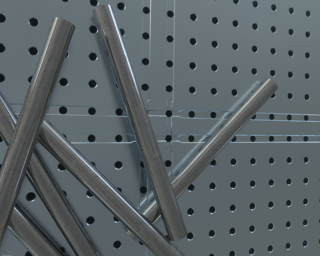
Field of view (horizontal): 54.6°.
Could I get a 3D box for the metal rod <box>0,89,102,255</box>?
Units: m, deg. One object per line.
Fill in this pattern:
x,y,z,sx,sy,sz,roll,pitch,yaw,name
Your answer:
-0.139,0.057,0.361,0.025,0.025,0.299,-31,100,-17,metal rod

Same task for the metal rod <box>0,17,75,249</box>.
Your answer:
-0.149,0.026,0.329,0.025,0.025,0.299,19,84,-19,metal rod

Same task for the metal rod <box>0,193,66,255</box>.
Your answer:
-0.149,0.124,0.357,0.025,0.025,0.300,-40,103,-16,metal rod

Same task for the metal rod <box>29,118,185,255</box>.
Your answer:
-0.043,0.100,0.374,0.300,0.025,0.025,46,76,-6,metal rod

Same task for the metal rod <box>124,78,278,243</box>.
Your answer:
0.066,0.036,0.436,0.301,0.025,0.025,-45,104,-15,metal rod

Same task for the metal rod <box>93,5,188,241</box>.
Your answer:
-0.024,-0.006,0.387,0.025,0.025,0.299,-19,91,-19,metal rod
